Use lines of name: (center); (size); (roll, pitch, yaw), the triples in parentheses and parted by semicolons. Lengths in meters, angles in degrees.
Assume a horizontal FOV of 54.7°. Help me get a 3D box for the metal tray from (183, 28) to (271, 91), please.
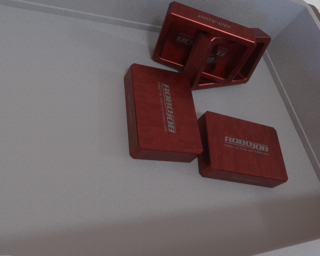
metal tray: (0.104, -0.109, 0.485); (0.131, 0.089, 0.030); (-12, 49, -33)

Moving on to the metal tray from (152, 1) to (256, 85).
metal tray: (0.063, -0.122, 0.459); (0.131, 0.089, 0.030); (17, 53, -7)

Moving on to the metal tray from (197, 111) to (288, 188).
metal tray: (0.117, 0.032, 0.448); (0.131, 0.030, 0.090); (12, 57, -22)

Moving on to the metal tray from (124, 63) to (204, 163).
metal tray: (0.002, -0.021, 0.418); (0.091, 0.030, 0.130); (7, 59, -25)
